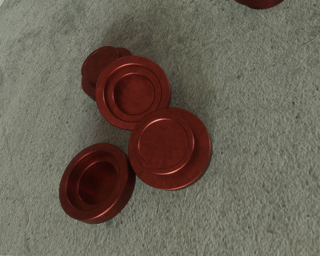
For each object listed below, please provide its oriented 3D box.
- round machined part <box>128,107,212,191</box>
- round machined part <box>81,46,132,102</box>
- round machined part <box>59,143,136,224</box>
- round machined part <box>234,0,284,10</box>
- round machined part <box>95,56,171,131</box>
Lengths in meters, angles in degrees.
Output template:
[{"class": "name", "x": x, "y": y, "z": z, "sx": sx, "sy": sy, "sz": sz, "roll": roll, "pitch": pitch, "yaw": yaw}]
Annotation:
[{"class": "round machined part", "x": 0.009, "y": 0.022, "z": 0.357, "sx": 0.098, "sy": 0.042, "sz": 0.098, "roll": -4, "pitch": 74, "yaw": 14}, {"class": "round machined part", "x": -0.085, "y": -0.092, "z": 0.494, "sx": 0.098, "sy": 0.042, "sz": 0.098, "roll": -13, "pitch": 56, "yaw": 21}, {"class": "round machined part", "x": -0.073, "y": 0.071, "z": 0.388, "sx": 0.098, "sy": 0.042, "sz": 0.098, "roll": -13, "pitch": 56, "yaw": 21}, {"class": "round machined part", "x": 0.150, "y": -0.210, "z": 0.443, "sx": 0.098, "sy": 0.042, "sz": 0.098, "roll": -13, "pitch": 56, "yaw": 21}, {"class": "round machined part", "x": -0.033, "y": -0.045, "z": 0.419, "sx": 0.099, "sy": 0.042, "sz": 0.097, "roll": 0, "pitch": 87, "yaw": 7}]
